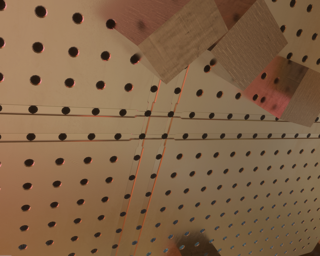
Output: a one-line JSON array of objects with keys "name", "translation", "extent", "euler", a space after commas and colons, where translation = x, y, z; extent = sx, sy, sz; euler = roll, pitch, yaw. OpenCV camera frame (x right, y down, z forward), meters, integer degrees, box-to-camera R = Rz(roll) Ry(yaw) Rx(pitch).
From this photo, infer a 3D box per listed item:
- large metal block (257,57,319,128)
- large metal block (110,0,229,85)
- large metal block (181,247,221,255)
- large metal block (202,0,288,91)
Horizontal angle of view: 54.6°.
[{"name": "large metal block", "translation": [0.211, -0.053, 0.476], "extent": [0.081, 0.050, 0.080], "euler": [11, 113, -33]}, {"name": "large metal block", "translation": [0.007, -0.102, 0.316], "extent": [0.080, 0.080, 0.050], "euler": [-41, 129, 0]}, {"name": "large metal block", "translation": [0.079, 0.292, 0.618], "extent": [0.081, 0.050, 0.079], "euler": [-1, 119, -28]}, {"name": "large metal block", "translation": [0.097, -0.107, 0.381], "extent": [0.080, 0.050, 0.080], "euler": [-48, 129, 5]}]
